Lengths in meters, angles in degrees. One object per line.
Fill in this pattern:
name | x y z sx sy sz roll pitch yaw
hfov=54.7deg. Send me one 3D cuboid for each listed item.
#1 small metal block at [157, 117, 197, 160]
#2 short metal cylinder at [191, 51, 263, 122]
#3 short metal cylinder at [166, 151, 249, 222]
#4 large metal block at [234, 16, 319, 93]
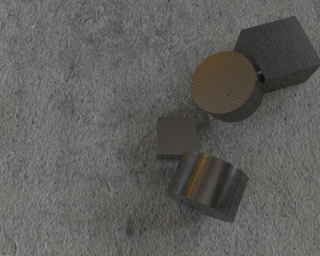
small metal block | 0.022 0.014 0.403 0.050 0.025 0.050 1 70 0
short metal cylinder | 0.087 -0.051 0.397 0.080 0.050 0.080 -7 75 27
short metal cylinder | 0.054 0.068 0.355 0.080 0.080 0.050 23 72 8
large metal block | 0.160 -0.100 0.433 0.081 0.050 0.080 -16 71 -6
